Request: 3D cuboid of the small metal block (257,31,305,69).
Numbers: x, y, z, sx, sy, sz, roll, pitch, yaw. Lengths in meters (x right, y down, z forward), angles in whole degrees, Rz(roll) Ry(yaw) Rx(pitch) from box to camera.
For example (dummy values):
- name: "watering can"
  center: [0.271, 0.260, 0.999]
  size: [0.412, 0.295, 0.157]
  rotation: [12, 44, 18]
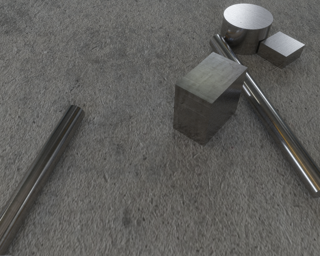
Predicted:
- name: "small metal block"
  center: [0.200, -0.130, 0.514]
  size: [0.050, 0.025, 0.050]
  rotation: [-32, 57, -24]

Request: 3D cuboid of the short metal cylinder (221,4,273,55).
- name: "short metal cylinder"
  center: [0.146, -0.170, 0.531]
  size: [0.081, 0.050, 0.080]
  rotation: [0, 50, 0]

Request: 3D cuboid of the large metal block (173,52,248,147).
- name: "large metal block"
  center: [0.063, -0.037, 0.399]
  size: [0.050, 0.080, 0.080]
  rotation: [32, 57, 24]

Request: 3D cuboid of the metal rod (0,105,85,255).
- name: "metal rod"
  center: [-0.153, 0.088, 0.327]
  size: [0.025, 0.025, 0.300]
  rotation: [12, 51, 10]

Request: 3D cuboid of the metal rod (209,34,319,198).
- name: "metal rod"
  center: [0.139, -0.039, 0.436]
  size: [0.025, 0.025, 0.300]
  rotation: [-13, 51, -11]
